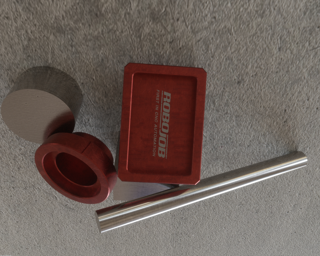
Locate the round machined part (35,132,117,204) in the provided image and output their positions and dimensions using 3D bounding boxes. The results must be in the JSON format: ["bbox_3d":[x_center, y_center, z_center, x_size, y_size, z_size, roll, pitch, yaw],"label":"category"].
[{"bbox_3d":[-0.096,0.043,0.375,0.098,0.042,0.097,12,131,15],"label":"round machined part"}]

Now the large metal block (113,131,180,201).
[{"bbox_3d":[-0.018,0.051,0.415,0.081,0.080,0.050,4,130,-4],"label":"large metal block"}]

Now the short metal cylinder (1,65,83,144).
[{"bbox_3d":[-0.137,-0.027,0.368,0.081,0.050,0.079,0,130,0],"label":"short metal cylinder"}]

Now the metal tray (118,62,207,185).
[{"bbox_3d":[0.002,-0.004,0.352,0.091,0.030,0.129,4,90,-4],"label":"metal tray"}]

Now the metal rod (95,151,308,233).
[{"bbox_3d":[0.069,0.074,0.396,0.303,0.025,0.025,-12,134,-23],"label":"metal rod"}]
